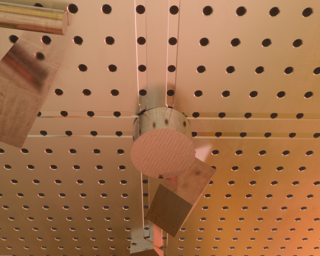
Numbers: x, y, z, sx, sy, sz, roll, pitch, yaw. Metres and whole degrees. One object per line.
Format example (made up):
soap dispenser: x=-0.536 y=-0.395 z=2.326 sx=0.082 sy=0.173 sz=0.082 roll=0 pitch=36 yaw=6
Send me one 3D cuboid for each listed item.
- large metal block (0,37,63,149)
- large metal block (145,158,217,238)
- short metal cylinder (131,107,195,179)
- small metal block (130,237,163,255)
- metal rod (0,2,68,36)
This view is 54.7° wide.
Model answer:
large metal block: x=-0.154 y=-0.038 z=0.341 sx=0.050 sy=0.080 sz=0.080 roll=25 pitch=126 yaw=-20
large metal block: x=0.030 y=0.095 z=0.448 sx=0.050 sy=0.080 sz=0.079 roll=32 pitch=130 yaw=14
short metal cylinder: x=0.003 y=0.020 z=0.406 sx=0.081 sy=0.050 sz=0.079 roll=-1 pitch=124 yaw=-1
small metal block: x=-0.026 y=0.247 z=0.622 sx=0.050 sy=0.025 sz=0.050 roll=-17 pitch=128 yaw=14
metal rod: x=-0.247 y=-0.123 z=0.303 sx=0.302 sy=0.025 sz=0.025 roll=6 pitch=130 yaw=-6
